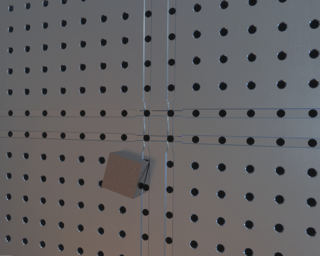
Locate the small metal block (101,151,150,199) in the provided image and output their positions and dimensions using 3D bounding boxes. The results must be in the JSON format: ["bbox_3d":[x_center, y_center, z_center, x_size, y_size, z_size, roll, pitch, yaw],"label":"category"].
[{"bbox_3d":[-0.048,0.064,0.430,0.050,0.025,0.050,16,96,19],"label":"small metal block"}]
